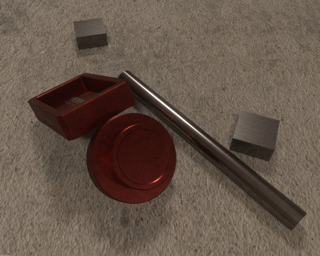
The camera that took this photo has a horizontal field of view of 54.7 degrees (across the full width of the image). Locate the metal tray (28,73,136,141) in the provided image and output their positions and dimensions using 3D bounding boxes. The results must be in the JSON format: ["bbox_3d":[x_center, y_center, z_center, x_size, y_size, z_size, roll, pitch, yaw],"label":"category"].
[{"bbox_3d":[-0.102,-0.033,0.388,0.091,0.030,0.130,-33,29,-25],"label":"metal tray"}]

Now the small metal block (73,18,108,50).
[{"bbox_3d":[-0.121,-0.165,0.540,0.050,0.025,0.050,-12,51,-10],"label":"small metal block"}]

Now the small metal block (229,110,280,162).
[{"bbox_3d":[0.121,0.009,0.397,0.050,0.025,0.050,17,52,13],"label":"small metal block"}]

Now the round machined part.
[{"bbox_3d":[-0.025,0.032,0.332,0.099,0.042,0.097,4,80,-26],"label":"round machined part"}]

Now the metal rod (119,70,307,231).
[{"bbox_3d":[0.046,0.011,0.394,0.025,0.025,0.300,-34,58,-25],"label":"metal rod"}]
